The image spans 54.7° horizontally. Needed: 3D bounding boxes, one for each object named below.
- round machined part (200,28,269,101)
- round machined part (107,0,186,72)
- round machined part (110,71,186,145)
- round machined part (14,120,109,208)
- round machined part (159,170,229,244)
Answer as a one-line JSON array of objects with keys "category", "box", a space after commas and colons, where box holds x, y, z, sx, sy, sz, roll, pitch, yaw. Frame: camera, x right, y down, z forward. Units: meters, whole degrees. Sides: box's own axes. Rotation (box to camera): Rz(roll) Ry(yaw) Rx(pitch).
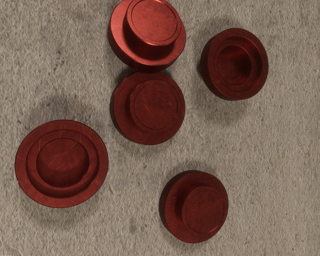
[{"category": "round machined part", "box": [0.100, -0.087, 0.438, 0.099, 0.042, 0.097, 0, 90, -21]}, {"category": "round machined part", "box": [-0.012, -0.122, 0.383, 0.099, 0.042, 0.098, 5, 73, -18]}, {"category": "round machined part", "box": [-0.011, -0.026, 0.397, 0.099, 0.042, 0.097, 0, 90, -21]}, {"category": "round machined part", "box": [-0.113, 0.039, 0.359, 0.099, 0.042, 0.097, 0, 90, -21]}, {"category": "round machined part", "box": [0.052, 0.108, 0.421, 0.099, 0.042, 0.097, 0, 90, -21]}]
